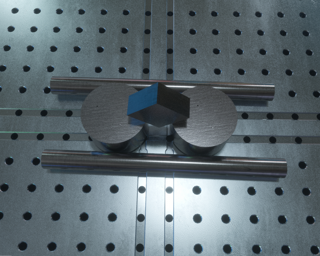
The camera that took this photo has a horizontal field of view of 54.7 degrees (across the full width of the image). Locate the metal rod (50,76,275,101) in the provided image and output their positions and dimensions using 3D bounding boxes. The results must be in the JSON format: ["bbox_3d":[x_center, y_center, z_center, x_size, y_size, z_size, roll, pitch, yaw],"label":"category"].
[{"bbox_3d":[0.003,-0.054,0.428,0.302,0.025,0.025,2,70,0],"label":"metal rod"}]

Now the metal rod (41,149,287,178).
[{"bbox_3d":[0.005,0.045,0.392,0.302,0.025,0.025,2,70,0],"label":"metal rod"}]

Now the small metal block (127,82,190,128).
[{"bbox_3d":[-0.001,-0.024,0.355,0.050,0.050,0.025,21,63,-39],"label":"small metal block"}]

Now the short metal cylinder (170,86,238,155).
[{"bbox_3d":[0.054,-0.007,0.398,0.081,0.050,0.080,0,70,0],"label":"short metal cylinder"}]

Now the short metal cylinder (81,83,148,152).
[{"bbox_3d":[-0.056,-0.011,0.398,0.081,0.050,0.080,0,70,0],"label":"short metal cylinder"}]
